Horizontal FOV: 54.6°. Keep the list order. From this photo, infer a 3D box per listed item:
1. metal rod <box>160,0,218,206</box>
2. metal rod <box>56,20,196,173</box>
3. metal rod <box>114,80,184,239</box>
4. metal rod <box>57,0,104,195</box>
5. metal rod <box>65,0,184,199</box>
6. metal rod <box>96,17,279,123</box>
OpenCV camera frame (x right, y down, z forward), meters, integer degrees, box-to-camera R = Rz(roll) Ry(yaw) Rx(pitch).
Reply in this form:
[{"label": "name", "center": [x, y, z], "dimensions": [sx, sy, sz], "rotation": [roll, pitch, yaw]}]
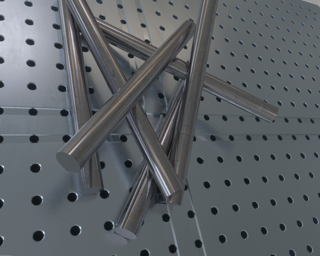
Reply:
[{"label": "metal rod", "center": [0.043, -0.050, 0.410], "dimensions": [0.025, 0.025, 0.299], "rotation": [18, 70, -18]}, {"label": "metal rod", "center": [-0.018, -0.061, 0.371], "dimensions": [0.025, 0.025, 0.301], "rotation": [37, 47, -3]}, {"label": "metal rod", "center": [0.013, 0.001, 0.413], "dimensions": [0.025, 0.025, 0.301], "rotation": [31, 52, -9]}, {"label": "metal rod", "center": [-0.105, -0.065, 0.390], "dimensions": [0.025, 0.025, 0.299], "rotation": [0, 62, -28]}, {"label": "metal rod", "center": [-0.052, -0.055, 0.380], "dimensions": [0.025, 0.025, 0.299], "rotation": [-17, 70, -34]}, {"label": "metal rod", "center": [0.029, -0.085, 0.446], "dimensions": [0.301, 0.025, 0.025], "rotation": [26, 52, -1]}]
